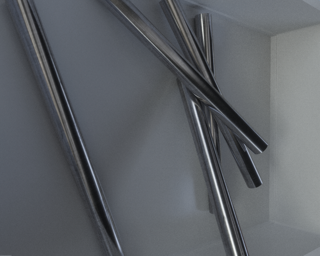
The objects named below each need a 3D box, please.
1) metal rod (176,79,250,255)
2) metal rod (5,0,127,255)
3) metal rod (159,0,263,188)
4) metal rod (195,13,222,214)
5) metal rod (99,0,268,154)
[{"bbox_3d":[0.068,0.064,0.381,0.025,0.025,0.299,7,60,-40],"label":"metal rod"},{"bbox_3d":[-0.093,0.014,0.328,0.025,0.025,0.298,-27,107,-37],"label":"metal rod"},{"bbox_3d":[0.078,-0.042,0.441,0.025,0.025,0.299,-38,107,-34],"label":"metal rod"},{"bbox_3d":[0.077,-0.018,0.470,0.025,0.025,0.298,-8,96,-40],"label":"metal rod"},{"bbox_3d":[0.037,-0.067,0.396,0.300,0.025,0.025,42,64,-18],"label":"metal rod"}]
